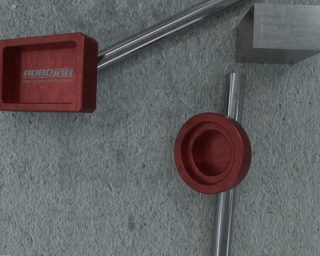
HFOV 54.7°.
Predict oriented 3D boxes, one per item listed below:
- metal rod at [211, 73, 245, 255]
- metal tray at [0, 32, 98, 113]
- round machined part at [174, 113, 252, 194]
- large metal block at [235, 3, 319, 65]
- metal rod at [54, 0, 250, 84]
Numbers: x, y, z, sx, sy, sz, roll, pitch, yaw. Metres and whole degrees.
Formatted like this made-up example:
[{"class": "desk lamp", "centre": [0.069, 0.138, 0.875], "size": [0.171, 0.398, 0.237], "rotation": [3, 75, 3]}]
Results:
[{"class": "metal rod", "centre": [0.088, 0.078, 0.411], "size": [0.025, 0.025, 0.298], "rotation": [5, 90, -1]}, {"class": "metal tray", "centre": [-0.141, -0.065, 0.382], "size": [0.130, 0.030, 0.089], "rotation": [2, 90, 21]}, {"class": "round machined part", "centre": [0.069, 0.031, 0.386], "size": [0.098, 0.042, 0.097], "rotation": [-3, 85, 41]}, {"class": "large metal block", "centre": [0.144, -0.113, 0.384], "size": [0.081, 0.080, 0.050], "rotation": [2, 90, -1]}, {"class": "metal rod", "centre": [0.001, -0.126, 0.409], "size": [0.301, 0.025, 0.025], "rotation": [-26, 90, -1]}]
